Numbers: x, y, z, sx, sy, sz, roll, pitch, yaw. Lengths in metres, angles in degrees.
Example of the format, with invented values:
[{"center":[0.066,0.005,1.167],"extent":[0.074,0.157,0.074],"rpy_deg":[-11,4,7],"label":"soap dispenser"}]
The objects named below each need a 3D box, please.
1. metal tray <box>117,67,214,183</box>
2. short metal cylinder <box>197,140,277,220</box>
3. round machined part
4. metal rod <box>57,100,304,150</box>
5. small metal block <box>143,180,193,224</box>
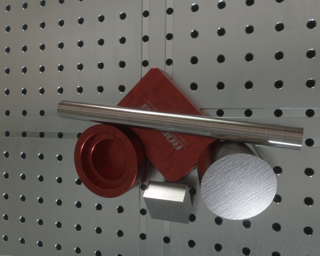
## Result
[{"center":[0.009,-0.004,0.407],"extent":[0.090,0.030,0.130],"rpy_deg":[-45,77,14],"label":"metal tray"},{"center":[0.084,0.056,0.353],"extent":[0.081,0.050,0.079],"rpy_deg":[0,108,2],"label":"short metal cylinder"},{"center":[-0.064,0.041,0.420],"extent":[0.098,0.042,0.097],"rpy_deg":[3,97,24],"label":"round machined part"},{"center":[0.008,-0.007,0.375],"extent":[0.301,0.025,0.025],"rpy_deg":[8,93,19],"label":"metal rod"},{"center":[0.011,0.094,0.393],"extent":[0.050,0.025,0.050],"rpy_deg":[3,134,19],"label":"small metal block"}]
